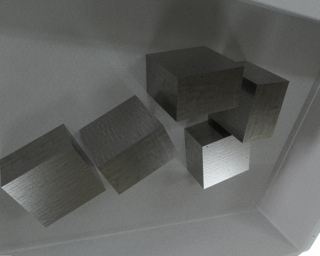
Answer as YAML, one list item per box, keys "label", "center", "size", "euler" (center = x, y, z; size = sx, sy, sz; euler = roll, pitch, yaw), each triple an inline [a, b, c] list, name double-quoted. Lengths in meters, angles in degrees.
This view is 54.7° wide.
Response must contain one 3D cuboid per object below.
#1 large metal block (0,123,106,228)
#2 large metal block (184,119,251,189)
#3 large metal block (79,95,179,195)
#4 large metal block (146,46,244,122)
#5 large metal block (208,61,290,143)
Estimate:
- label: "large metal block"
  center: [-0.123, 0.055, 0.361]
  size: [0.080, 0.050, 0.080]
  euler: [-31, 129, -8]
- label: "large metal block"
  center: [0.086, 0.032, 0.462]
  size: [0.081, 0.050, 0.079]
  euler: [-19, 126, -17]
- label: "large metal block"
  center: [-0.038, 0.017, 0.364]
  size: [0.080, 0.080, 0.050]
  euler: [-33, 129, -7]
- label: "large metal block"
  center: [0.037, -0.055, 0.361]
  size: [0.081, 0.080, 0.050]
  euler: [-14, 124, -21]
- label: "large metal block"
  center: [0.114, -0.038, 0.414]
  size: [0.050, 0.080, 0.079]
  euler: [-9, 122, -24]
